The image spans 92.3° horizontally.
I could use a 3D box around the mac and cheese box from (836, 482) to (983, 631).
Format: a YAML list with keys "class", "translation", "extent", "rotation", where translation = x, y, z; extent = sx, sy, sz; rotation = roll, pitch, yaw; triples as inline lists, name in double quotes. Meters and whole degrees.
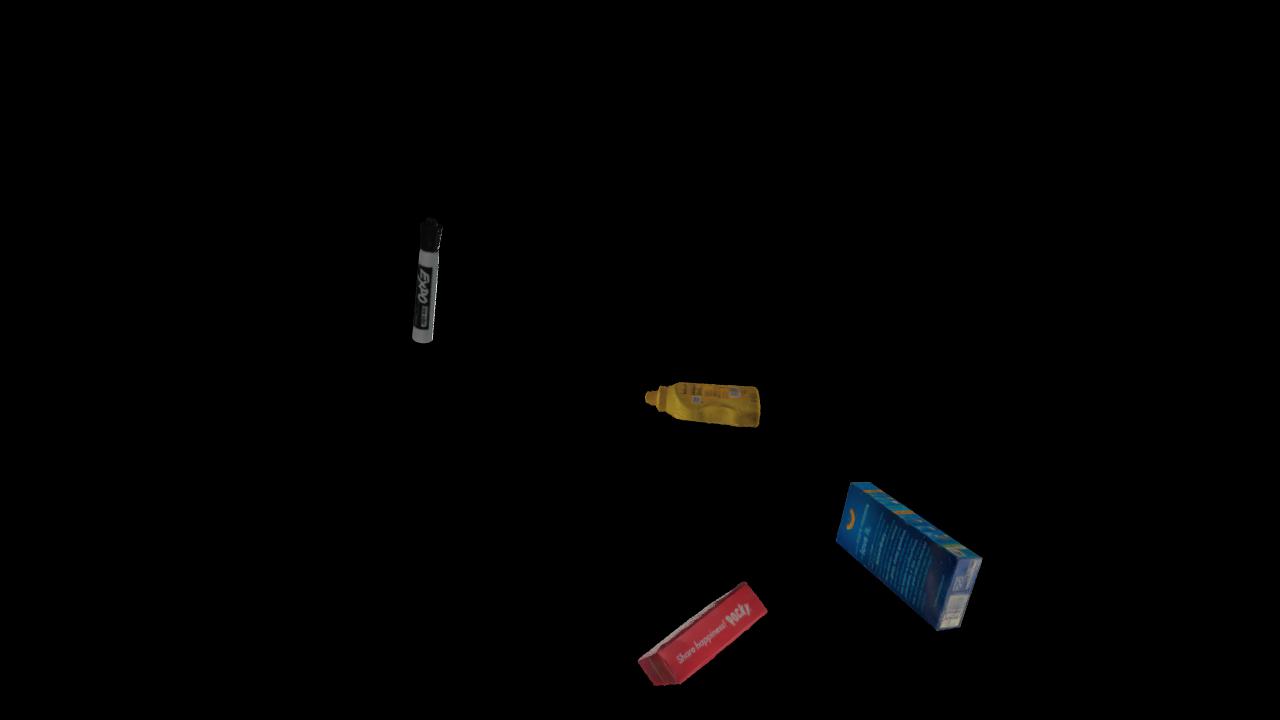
- class: "mac and cheese box"
  translation: [0.318, 0.230, 0.750]
  extent: [0.041, 0.093, 0.184]
  rotation: [2, 15, -20]

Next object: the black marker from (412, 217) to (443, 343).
- class: "black marker"
  translation: [-0.195, -0.071, 0.563]
  extent: [0.020, 0.121, 0.020]
  rotation: [12, 29, -7]

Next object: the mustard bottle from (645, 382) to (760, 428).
- class: "mustard bottle"
  translation: [0.099, 0.068, 1.001]
  extent: [0.184, 0.054, 0.092]
  rotation: [5, 32, 3]

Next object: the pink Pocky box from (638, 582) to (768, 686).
- class: "pink Pocky box"
  translation: [0.045, 0.227, 0.500]
  extent: [0.084, 0.029, 0.155]
  rotation: [-30, -21, -20]
